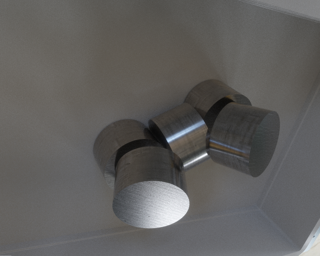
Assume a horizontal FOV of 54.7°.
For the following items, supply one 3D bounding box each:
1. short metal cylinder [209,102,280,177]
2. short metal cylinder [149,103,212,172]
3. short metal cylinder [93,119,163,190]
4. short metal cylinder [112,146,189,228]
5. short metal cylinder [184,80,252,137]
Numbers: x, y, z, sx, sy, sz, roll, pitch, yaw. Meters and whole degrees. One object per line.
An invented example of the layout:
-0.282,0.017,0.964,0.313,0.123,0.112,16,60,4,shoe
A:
0.103,0.013,0.372,0.081,0.050,0.079,-24,123,-44,short metal cylinder
0.026,0.014,0.396,0.050,0.080,0.080,-27,128,-12,short metal cylinder
-0.038,0.036,0.393,0.081,0.050,0.079,-14,125,-21,short metal cylinder
-0.010,0.067,0.344,0.081,0.050,0.079,-2,129,-2,short metal cylinder
0.077,-0.019,0.423,0.081,0.050,0.079,-14,125,-21,short metal cylinder
